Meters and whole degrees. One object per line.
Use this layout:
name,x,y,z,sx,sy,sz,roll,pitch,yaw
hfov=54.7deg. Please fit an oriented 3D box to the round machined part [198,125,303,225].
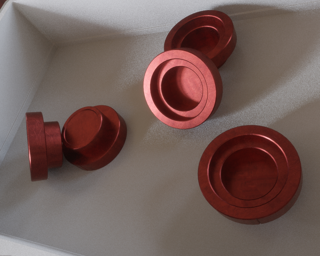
round machined part,0.092,0.049,0.316,0.098,0.042,0.098,-13,56,21

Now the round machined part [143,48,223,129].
round machined part,0.032,-0.051,0.387,0.098,0.097,0.042,4,20,30

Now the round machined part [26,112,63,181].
round machined part,-0.166,0.025,0.444,0.042,0.097,0.098,-5,48,-24

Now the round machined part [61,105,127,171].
round machined part,-0.101,0.008,0.443,0.098,0.042,0.098,-13,56,21

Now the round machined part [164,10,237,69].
round machined part,0.059,-0.114,0.434,0.098,0.042,0.098,-13,56,21
